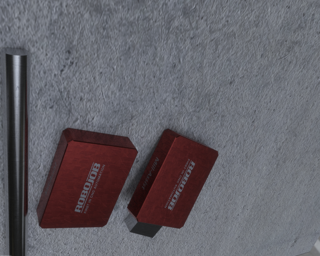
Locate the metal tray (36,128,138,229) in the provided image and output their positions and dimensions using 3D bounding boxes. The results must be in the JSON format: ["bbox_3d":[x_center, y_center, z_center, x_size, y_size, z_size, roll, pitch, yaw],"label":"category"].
[{"bbox_3d":[-0.094,0.069,0.396,0.091,0.030,0.129,11,113,-33],"label":"metal tray"}]

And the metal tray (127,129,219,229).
[{"bbox_3d":[0.020,0.076,0.446,0.090,0.030,0.129,24,93,-37],"label":"metal tray"}]

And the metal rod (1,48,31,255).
[{"bbox_3d":[-0.164,0.059,0.354,0.025,0.025,0.298,-2,120,-28],"label":"metal rod"}]

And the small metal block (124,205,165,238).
[{"bbox_3d":[-0.019,0.141,0.486,0.050,0.025,0.050,31,101,-39],"label":"small metal block"}]
